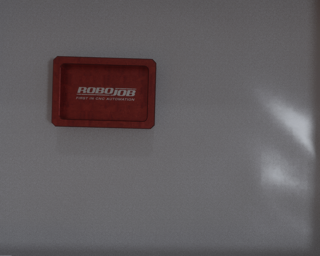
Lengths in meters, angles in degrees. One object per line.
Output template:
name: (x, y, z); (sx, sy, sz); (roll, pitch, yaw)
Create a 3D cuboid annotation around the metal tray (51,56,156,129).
metal tray: (-0.071, -0.045, 0.407); (0.131, 0.030, 0.089); (2, 90, -1)
